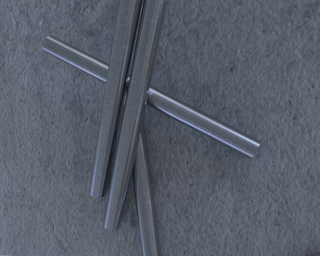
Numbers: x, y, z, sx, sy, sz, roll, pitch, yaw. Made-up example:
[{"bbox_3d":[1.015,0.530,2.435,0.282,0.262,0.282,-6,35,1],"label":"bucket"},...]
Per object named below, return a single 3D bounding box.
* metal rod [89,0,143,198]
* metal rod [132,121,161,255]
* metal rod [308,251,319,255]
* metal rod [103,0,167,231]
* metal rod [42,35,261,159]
[{"bbox_3d":[-0.056,-0.040,0.378,0.025,0.025,0.298,23,116,18],"label":"metal rod"},{"bbox_3d":[-0.022,0.081,0.415,0.025,0.025,0.298,-8,87,19],"label":"metal rod"},{"bbox_3d":[0.078,0.214,0.380,0.300,0.025,0.025,-31,80,17],"label":"metal rod"},{"bbox_3d":[-0.036,-0.001,0.382,0.025,0.025,0.298,20,111,18],"label":"metal rod"},{"bbox_3d":[-0.018,-0.043,0.392,0.301,0.025,0.025,28,99,9],"label":"metal rod"}]
